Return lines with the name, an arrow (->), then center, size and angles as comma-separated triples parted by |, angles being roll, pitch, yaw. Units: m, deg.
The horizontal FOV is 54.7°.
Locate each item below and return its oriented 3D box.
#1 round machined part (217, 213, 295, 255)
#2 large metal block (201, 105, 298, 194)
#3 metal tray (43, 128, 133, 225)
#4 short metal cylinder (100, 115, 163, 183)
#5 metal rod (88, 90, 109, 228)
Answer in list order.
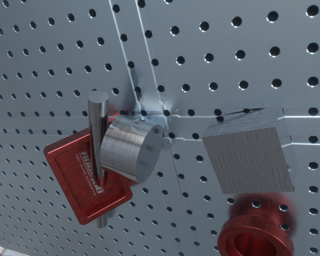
round machined part -> 0.133, 0.157, 0.428 | 0.098, 0.042, 0.097 | 13, 124, 21
large metal block -> 0.105, 0.027, 0.357 | 0.080, 0.050, 0.080 | -10, 113, 32
metal tray -> -0.105, 0.070, 0.467 | 0.030, 0.091, 0.129 | 27, 139, 59
short metal cylinder -> -0.036, 0.027, 0.411 | 0.050, 0.080, 0.079 | 16, 125, 19
metal rod -> -0.093, 0.069, 0.477 | 0.025, 0.025, 0.298 | 23, 135, 14
